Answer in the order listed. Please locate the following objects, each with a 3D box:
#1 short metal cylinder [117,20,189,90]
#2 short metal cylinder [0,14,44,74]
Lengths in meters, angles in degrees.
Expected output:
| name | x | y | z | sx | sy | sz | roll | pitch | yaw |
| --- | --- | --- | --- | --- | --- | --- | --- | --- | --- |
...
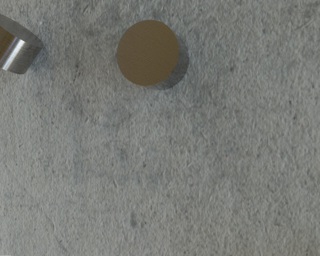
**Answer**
| name | x | y | z | sx | sy | sz | roll | pitch | yaw |
| --- | --- | --- | --- | --- | --- | --- | --- | --- | --- |
| short metal cylinder | -0.008 | -0.091 | 0.398 | 0.080 | 0.050 | 0.079 | 0 | 90 | 19 |
| short metal cylinder | -0.222 | -0.124 | 0.456 | 0.080 | 0.080 | 0.050 | 43 | 103 | 14 |
